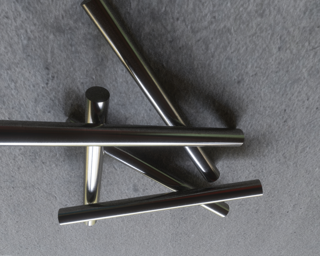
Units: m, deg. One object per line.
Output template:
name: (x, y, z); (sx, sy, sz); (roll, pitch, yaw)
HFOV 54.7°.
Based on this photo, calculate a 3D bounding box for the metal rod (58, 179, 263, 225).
metal rod: (0.000, 0.111, 0.464); (0.302, 0.025, 0.025); (-9, 130, 1)

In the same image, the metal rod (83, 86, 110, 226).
metal rod: (-0.094, 0.062, 0.432); (0.025, 0.025, 0.298); (8, 138, -8)

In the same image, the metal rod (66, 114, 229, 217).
metal rod: (-0.005, 0.067, 0.463); (0.301, 0.025, 0.025); (33, 123, -25)

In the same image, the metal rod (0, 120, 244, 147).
metal rod: (-0.028, 0.009, 0.352); (0.303, 0.025, 0.025); (2, 133, -27)

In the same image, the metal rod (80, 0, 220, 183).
metal rod: (0.006, -0.027, 0.384); (0.025, 0.025, 0.300); (-23, 127, 18)
